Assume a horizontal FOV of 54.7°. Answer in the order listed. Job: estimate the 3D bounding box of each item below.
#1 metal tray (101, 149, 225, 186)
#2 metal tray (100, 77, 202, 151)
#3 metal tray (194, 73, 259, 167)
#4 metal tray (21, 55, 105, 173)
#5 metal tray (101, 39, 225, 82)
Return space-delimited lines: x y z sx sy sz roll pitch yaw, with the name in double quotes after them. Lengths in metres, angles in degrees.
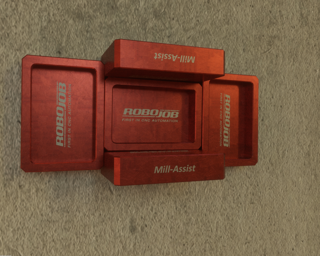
0.001 0.044 0.375 0.131 0.090 0.030 0 90 -20 "metal tray"
-0.010 -0.016 0.405 0.131 0.030 0.089 1 90 -21 "metal tray"
0.095 -0.011 0.444 0.091 0.030 0.129 1 90 -21 "metal tray"
-0.114 -0.016 0.366 0.091 0.030 0.129 1 90 -21 "metal tray"
0.001 -0.076 0.377 0.131 0.090 0.030 0 90 -20 "metal tray"
